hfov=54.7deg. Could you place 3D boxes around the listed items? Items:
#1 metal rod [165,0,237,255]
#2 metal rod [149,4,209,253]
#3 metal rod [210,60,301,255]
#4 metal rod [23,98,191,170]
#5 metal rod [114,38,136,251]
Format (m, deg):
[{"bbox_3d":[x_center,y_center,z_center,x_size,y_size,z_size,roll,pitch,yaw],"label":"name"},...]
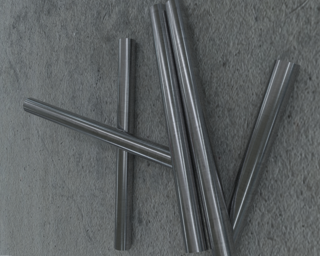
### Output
[{"bbox_3d":[0.042,-0.013,0.352,0.025,0.025,0.299,-21,71,38],"label":"metal rod"},{"bbox_3d":[0.018,-0.014,0.365,0.025,0.025,0.299,-21,69,38],"label":"metal rod"},{"bbox_3d":[0.087,0.077,0.333,0.025,0.025,0.298,24,105,37],"label":"metal rod"},{"bbox_3d":[-0.081,0.006,0.432,0.300,0.025,0.025,19,102,26],"label":"metal rod"},{"bbox_3d":[-0.050,0.024,0.446,0.025,0.025,0.298,2,91,40],"label":"metal rod"}]
